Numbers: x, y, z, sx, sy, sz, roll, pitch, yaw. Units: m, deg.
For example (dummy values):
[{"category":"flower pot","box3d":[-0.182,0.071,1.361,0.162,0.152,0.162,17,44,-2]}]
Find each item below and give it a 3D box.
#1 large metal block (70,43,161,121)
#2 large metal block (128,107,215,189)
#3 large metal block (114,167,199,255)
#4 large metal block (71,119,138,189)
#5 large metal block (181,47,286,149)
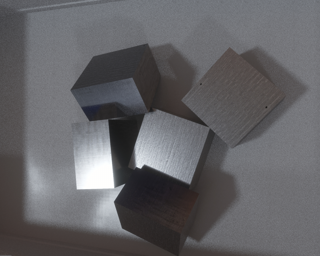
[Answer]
[{"category":"large metal block","box3d":[-0.052,-0.057,0.391,0.080,0.080,0.050,-8,129,20]},{"category":"large metal block","box3d":[0.017,0.024,0.390,0.080,0.050,0.080,20,97,18]},{"category":"large metal block","box3d":[-0.003,0.102,0.373,0.080,0.080,0.050,21,55,17]},{"category":"large metal block","box3d":[-0.066,0.032,0.402,0.050,0.080,0.080,-6,88,20]},{"category":"large metal block","box3d":[0.087,-0.033,0.365,0.080,0.050,0.080,45,104,14]}]
